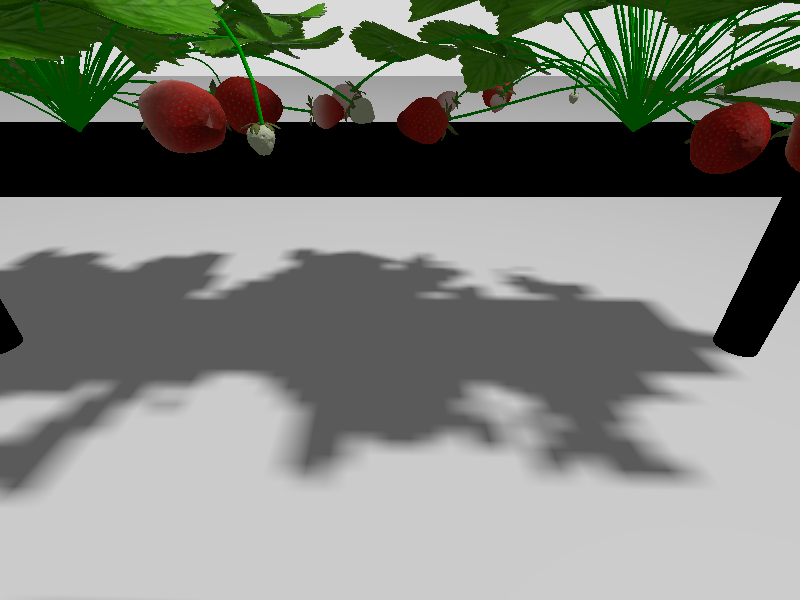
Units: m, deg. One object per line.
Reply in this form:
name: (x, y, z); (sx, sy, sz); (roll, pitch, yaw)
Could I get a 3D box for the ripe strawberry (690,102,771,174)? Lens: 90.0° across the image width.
ripe strawberry: (0.159, -0.076, 0.192); (0.031, 0.033, 0.034); (6, 32, 10)

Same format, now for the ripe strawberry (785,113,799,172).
ripe strawberry: (0.210, -0.077, 0.186); (0.039, 0.041, 0.042); (-4, 31, -7)

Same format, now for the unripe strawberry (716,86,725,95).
unripe strawberry: (0.365, -0.237, 0.454); (0.010, 0.010, 0.011); (-25, 39, -36)

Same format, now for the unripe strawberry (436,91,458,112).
unripe strawberry: (0.051, -0.218, 0.440); (0.024, 0.021, 0.024); (-27, 36, -37)

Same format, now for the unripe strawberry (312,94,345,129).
unripe strawberry: (-0.058, -0.153, 0.326); (0.026, 0.026, 0.029); (-1, 31, -2)

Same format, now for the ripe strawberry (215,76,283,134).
ripe strawberry: (-0.109, -0.142, 0.294); (0.045, 0.038, 0.044); (5, 31, 8)

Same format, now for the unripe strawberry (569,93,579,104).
unripe strawberry: (0.205, -0.238, 0.473); (0.011, 0.011, 0.010); (3, 31, 4)

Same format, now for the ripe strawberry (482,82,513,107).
ripe strawberry: (0.115, -0.247, 0.478); (0.037, 0.032, 0.037); (-12, 19, -19)

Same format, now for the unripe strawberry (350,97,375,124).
unripe strawberry: (-0.032, -0.162, 0.346); (0.022, 0.022, 0.024); (27, 23, -22)

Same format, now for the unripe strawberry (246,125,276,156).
unripe strawberry: (-0.076, -0.087, 0.219); (0.017, 0.016, 0.015); (18, 35, 27)

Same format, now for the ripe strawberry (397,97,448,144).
ripe strawberry: (0.014, -0.117, 0.262); (0.032, 0.028, 0.032); (-11, 32, -17)

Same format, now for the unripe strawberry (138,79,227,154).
unripe strawberry: (-0.120, -0.104, 0.229); (0.045, 0.038, 0.045); (20, 36, 30)

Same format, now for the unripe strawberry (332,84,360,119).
unripe strawberry: (-0.055, -0.196, 0.399); (0.033, 0.032, 0.030); (-38, 9, 35)
